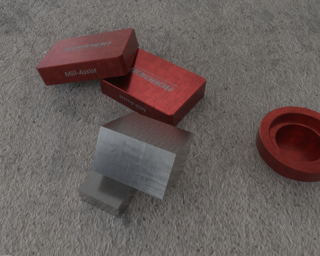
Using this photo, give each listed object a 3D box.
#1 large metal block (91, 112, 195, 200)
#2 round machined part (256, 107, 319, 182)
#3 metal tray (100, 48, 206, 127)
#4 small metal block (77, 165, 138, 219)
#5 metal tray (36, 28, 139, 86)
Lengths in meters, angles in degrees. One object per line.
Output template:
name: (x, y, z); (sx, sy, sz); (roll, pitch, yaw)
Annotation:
large metal block: (-0.015, 0.025, 0.340); (0.080, 0.050, 0.080); (20, 18, 13)
round machined part: (0.165, 0.023, 0.374); (0.099, 0.042, 0.098); (0, 50, 0)
metal tray: (-0.011, -0.062, 0.452); (0.130, 0.030, 0.090); (30, 56, 22)
small metal block: (-0.054, 0.065, 0.348); (0.050, 0.025, 0.050); (21, 53, 17)
metal tray: (-0.104, -0.107, 0.461); (0.130, 0.030, 0.090); (-5, 41, 14)
